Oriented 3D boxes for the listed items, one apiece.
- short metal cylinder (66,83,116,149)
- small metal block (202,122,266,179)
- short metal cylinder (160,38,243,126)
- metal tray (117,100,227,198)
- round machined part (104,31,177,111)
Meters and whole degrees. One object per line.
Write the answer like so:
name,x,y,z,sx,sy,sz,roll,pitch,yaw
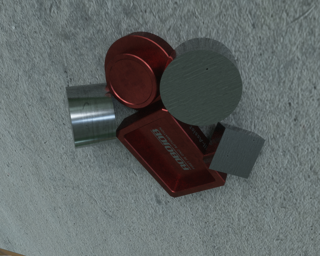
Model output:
short metal cylinder,-0.091,-0.016,0.402,0.050,0.080,0.079,-9,124,-17
small metal block,0.084,0.026,0.357,0.050,0.025,0.050,16,105,-14
short metal cylinder,0.043,-0.049,0.326,0.080,0.050,0.079,3,119,6
metal tray,0.016,0.030,0.400,0.090,0.030,0.130,-24,115,36
round machined part,-0.026,-0.062,0.373,0.098,0.042,0.097,13,124,21
